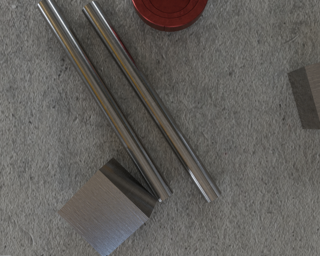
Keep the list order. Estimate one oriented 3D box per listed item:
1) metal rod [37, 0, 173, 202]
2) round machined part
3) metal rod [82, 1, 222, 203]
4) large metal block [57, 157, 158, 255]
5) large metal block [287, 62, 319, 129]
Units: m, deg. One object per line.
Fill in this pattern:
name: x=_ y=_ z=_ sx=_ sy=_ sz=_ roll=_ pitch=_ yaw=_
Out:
metal rod: x=-0.072 y=-0.036 z=0.409 sx=0.025 sy=0.025 sz=0.299 roll=-32 pitch=90 yaw=0
round machined part: x=0.012 y=-0.173 z=0.402 sx=0.099 sy=0.042 sz=0.097 roll=0 pitch=90 yaw=-1
metal rod: x=-0.010 y=-0.034 z=0.409 sx=0.025 sy=0.025 sz=0.299 roll=-33 pitch=90 yaw=0
large metal block: x=-0.064 y=0.098 z=0.387 sx=0.080 sy=0.050 sz=0.080 roll=45 pitch=105 yaw=-1
large metal block: x=0.225 y=-0.047 z=0.400 sx=0.080 sy=0.050 sz=0.080 roll=-15 pitch=90 yaw=-1
